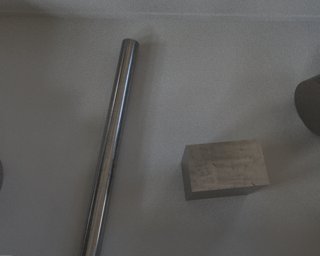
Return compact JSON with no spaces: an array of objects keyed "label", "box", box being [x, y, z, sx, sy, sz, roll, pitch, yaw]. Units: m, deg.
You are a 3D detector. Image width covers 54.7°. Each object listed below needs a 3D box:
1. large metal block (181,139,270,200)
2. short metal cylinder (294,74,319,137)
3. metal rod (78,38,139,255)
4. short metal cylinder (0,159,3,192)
[{"label":"large metal block","box":[0.070,0.052,0.362,0.081,0.080,0.050,-5,70,-2]},{"label":"short metal cylinder","box":[0.220,-0.033,0.395,0.050,0.080,0.080,-24,72,-8]},{"label":"metal rod","box":[-0.063,0.015,0.403,0.025,0.025,0.299,7,70,2]},{"label":"short metal cylinder","box":[-0.227,0.064,0.354,0.050,0.080,0.080,9,70,3]}]
